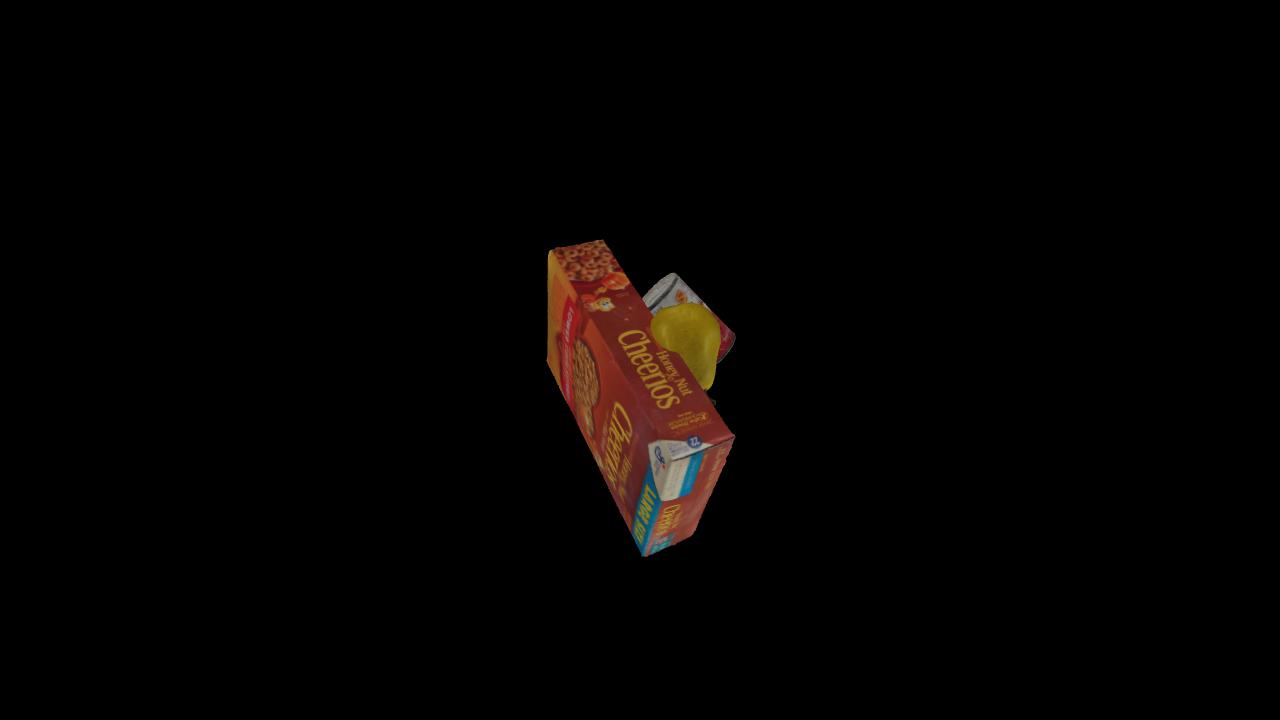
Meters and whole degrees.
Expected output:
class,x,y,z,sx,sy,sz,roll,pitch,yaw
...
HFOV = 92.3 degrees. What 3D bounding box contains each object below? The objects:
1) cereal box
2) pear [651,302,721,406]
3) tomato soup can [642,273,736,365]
class,x,y,z,sx,sy,sz,roll,pitch,yaw
cereal box,-0.020,0.038,0.696,0.081,0.306,0.203,-16,-36,-21
pear,0.049,-0.001,0.640,0.080,0.111,0.080,-8,-18,-3
tomato soup can,0.051,-0.041,0.696,0.101,0.068,0.068,45,-15,-15
